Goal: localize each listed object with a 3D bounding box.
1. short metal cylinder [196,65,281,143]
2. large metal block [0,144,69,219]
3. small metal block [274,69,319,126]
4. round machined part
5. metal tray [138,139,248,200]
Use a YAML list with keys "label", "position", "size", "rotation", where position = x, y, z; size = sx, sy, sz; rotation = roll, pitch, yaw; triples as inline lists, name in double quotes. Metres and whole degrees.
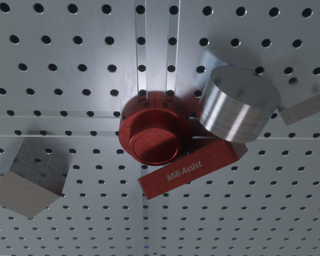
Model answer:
- label: "short metal cylinder"
  position: [0.087, -0.028, 0.352]
  size: [0.081, 0.080, 0.050]
  rotation: [11, 129, -10]
- label: "large metal block"
  position: [-0.200, 0.083, 0.464]
  size: [0.080, 0.050, 0.080]
  rotation: [-37, 121, 27]
- label: "small metal block"
  position: [0.162, -0.037, 0.366]
  size: [0.050, 0.050, 0.025]
  rotation: [-27, 125, 21]
- label: "round machined part"
  position: [-0.006, 0.013, 0.412]
  size: [0.099, 0.042, 0.097]
  rotation: [0, 130, 0]
- label: "metal tray"
  position: [0.046, 0.049, 0.413]
  size: [0.130, 0.090, 0.030]
  rotation: [-28, 83, 22]
